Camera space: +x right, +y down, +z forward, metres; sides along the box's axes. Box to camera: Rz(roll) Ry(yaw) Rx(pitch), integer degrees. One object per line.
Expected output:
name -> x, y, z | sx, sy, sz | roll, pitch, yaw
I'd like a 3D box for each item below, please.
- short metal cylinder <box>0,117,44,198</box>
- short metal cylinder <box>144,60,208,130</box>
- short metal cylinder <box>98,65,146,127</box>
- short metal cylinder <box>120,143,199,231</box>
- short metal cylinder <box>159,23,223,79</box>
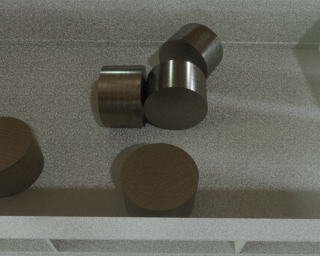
short metal cylinder -> -0.183, 0.033, 0.359 | 0.081, 0.050, 0.080 | 0, 50, 0
short metal cylinder -> 0.021, -0.041, 0.404 | 0.081, 0.080, 0.050 | 2, 50, 1
short metal cylinder -> -0.045, -0.041, 0.401 | 0.050, 0.080, 0.080 | 0, 50, 4
short metal cylinder -> 0.000, 0.063, 0.336 | 0.081, 0.050, 0.080 | 0, 50, 0
short metal cylinder -> 0.046, -0.107, 0.460 | 0.080, 0.080, 0.050 | 26, 55, 20
